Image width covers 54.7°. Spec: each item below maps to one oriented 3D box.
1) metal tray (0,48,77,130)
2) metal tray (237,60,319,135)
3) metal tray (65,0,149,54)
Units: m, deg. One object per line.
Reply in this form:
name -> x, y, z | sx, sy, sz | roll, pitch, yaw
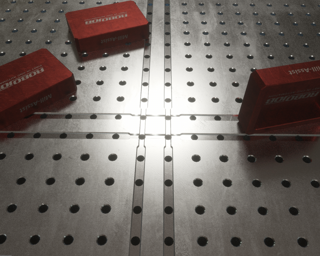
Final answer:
metal tray -> -0.202, -0.061, 0.453 | 0.131, 0.030, 0.090 | -34, 58, -25
metal tray -> 0.175, -0.040, 0.401 | 0.131, 0.089, 0.030 | -10, 51, -9
metal tray -> -0.095, -0.185, 0.559 | 0.131, 0.030, 0.090 | -17, 52, -14
